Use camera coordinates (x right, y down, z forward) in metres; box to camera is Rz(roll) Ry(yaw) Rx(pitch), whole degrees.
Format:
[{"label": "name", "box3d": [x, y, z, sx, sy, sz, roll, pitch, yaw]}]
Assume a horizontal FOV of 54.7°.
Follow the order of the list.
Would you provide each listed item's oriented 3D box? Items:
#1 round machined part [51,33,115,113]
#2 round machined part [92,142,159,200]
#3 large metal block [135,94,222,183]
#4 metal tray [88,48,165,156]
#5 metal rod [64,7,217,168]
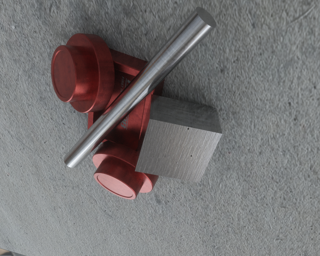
[{"label": "round machined part", "box3d": [-0.101, -0.067, 0.383, 0.098, 0.042, 0.097, 12, 106, 47]}, {"label": "round machined part", "box3d": [-0.055, 0.067, 0.445, 0.098, 0.042, 0.098, 20, 148, 14]}, {"label": "large metal block", "box3d": [0.019, 0.014, 0.372, 0.081, 0.050, 0.079, 12, 127, -8]}, {"label": "metal tray", "box3d": [-0.049, -0.030, 0.412, 0.090, 0.030, 0.129, 22, 127, 14]}, {"label": "metal rod", "box3d": [-0.046, -0.026, 0.378, 0.025, 0.025, 0.299, 46, 129, -4]}]
